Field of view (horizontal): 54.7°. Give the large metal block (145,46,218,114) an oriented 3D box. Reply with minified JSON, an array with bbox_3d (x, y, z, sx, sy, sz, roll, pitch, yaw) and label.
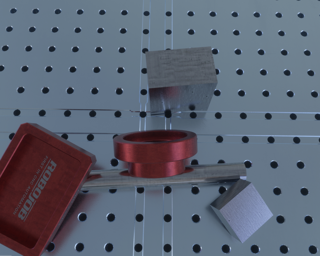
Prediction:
[{"bbox_3d":[0.025,-0.059,0.405,0.081,0.080,0.050,-5,70,-2],"label":"large metal block"}]

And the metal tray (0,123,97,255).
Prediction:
[{"bbox_3d":[-0.145,0.070,0.356,0.090,0.030,0.130,29,88,-1],"label":"metal tray"}]

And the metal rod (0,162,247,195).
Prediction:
[{"bbox_3d":[-0.045,0.063,0.388,0.302,0.025,0.025,-3,70,-2],"label":"metal rod"}]

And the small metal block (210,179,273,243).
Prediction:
[{"bbox_3d":[0.097,0.097,0.367,0.050,0.025,0.050,-37,100,-13],"label":"small metal block"}]

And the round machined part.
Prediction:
[{"bbox_3d":[-0.005,0.030,0.369,0.099,0.098,0.042,-3,98,-2],"label":"round machined part"}]
